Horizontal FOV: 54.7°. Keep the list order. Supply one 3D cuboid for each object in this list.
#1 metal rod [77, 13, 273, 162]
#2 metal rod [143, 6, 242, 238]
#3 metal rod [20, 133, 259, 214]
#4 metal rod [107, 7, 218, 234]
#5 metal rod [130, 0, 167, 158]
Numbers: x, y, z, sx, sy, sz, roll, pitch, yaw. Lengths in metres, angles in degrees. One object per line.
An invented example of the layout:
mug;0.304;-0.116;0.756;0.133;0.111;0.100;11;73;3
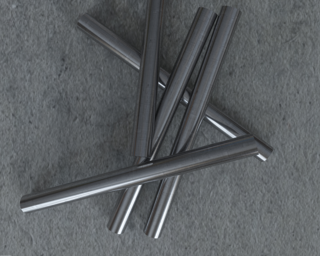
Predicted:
metal rod;0.020;-0.053;0.410;0.301;0.025;0.025;36;90;-1
metal rod;0.037;-0.001;0.389;0.025;0.025;0.298;19;98;-1
metal rod;-0.035;0.059;0.374;0.301;0.025;0.025;-17;90;13
metal rod;-0.001;-0.003;0.391;0.025;0.025;0.298;23;97;-1
metal rod;-0.009;-0.113;0.388;0.025;0.025;0.298;6;82;-1
